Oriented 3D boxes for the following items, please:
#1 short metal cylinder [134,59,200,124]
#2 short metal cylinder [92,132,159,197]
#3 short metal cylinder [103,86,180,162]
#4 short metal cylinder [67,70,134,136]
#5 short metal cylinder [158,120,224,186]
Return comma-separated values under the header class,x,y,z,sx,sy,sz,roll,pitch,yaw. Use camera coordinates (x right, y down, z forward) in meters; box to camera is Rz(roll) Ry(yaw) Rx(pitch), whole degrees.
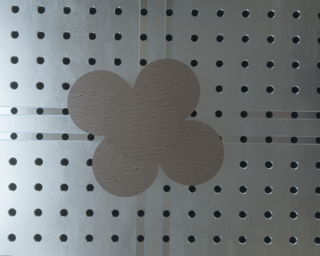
class,x,y,z,sx,sy,sz,roll,pitch,yaw
short metal cylinder,0.008,-0.044,0.400,0.081,0.050,0.079,0,90,-1
short metal cylinder,-0.042,0.044,0.400,0.081,0.050,0.079,0,90,-1
short metal cylinder,-0.020,-0.005,0.349,0.081,0.050,0.079,0,92,-1
short metal cylinder,-0.072,-0.030,0.399,0.081,0.050,0.079,0,90,-1
short metal cylinder,0.038,0.030,0.401,0.081,0.050,0.079,0,90,-1
